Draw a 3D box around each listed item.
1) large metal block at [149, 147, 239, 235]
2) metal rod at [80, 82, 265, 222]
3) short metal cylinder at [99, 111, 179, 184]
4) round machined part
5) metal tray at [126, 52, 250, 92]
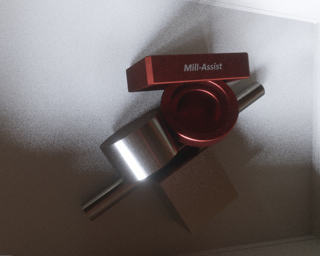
[{"bbox_3d":[0.043,0.078,0.412,0.080,0.050,0.080,-35,102,-17],"label":"large metal block"},{"bbox_3d":[0.029,0.022,0.421,0.302,0.025,0.025,-34,102,-17],"label":"metal rod"},{"bbox_3d":[-0.024,0.022,0.372,0.080,0.080,0.050,-35,102,-17],"label":"short metal cylinder"},{"bbox_3d":[0.049,-0.020,0.404,0.099,0.042,0.098,2,66,-4],"label":"round machined part"},{"bbox_3d":[0.032,-0.068,0.386,0.131,0.090,0.030,-7,93,-21],"label":"metal tray"}]
